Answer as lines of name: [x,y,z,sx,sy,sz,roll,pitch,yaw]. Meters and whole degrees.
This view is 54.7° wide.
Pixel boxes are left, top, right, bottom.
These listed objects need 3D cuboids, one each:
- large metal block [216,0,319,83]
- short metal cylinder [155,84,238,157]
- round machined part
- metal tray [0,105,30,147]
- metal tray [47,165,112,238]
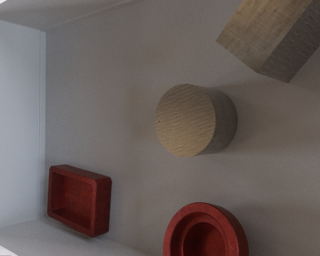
large metal block: [0.110,-0.092,0.279,0.050,0.081,0.080,48,119,29]
short metal cylinder: [0.041,-0.008,0.355,0.080,0.050,0.079,0,90,39]
round machined part: [0.053,0.133,0.339,0.098,0.042,0.098,-21,59,39]
metal tray: [-0.326,0.014,0.607,0.030,0.131,0.090,45,123,-5]
metal tray: [-0.137,0.116,0.513,0.130,0.030,0.089,7,94,39]
